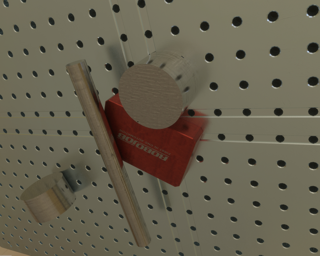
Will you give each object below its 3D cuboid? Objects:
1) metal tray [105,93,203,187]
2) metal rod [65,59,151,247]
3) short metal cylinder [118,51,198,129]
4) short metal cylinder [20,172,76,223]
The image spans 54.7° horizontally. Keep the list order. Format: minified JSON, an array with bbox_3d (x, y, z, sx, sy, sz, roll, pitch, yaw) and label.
[{"bbox_3d":[-0.017,0.016,0.427,0.130,0.030,0.089,25,127,12],"label":"metal tray"},{"bbox_3d":[-0.064,0.051,0.437,0.025,0.025,0.298,-2,118,29],"label":"metal rod"},{"bbox_3d":[-0.001,-0.045,0.368,0.080,0.050,0.079,13,124,21],"label":"short metal cylinder"},{"bbox_3d":[-0.200,0.124,0.558,0.080,0.080,0.050,-12,112,33],"label":"short metal cylinder"}]
